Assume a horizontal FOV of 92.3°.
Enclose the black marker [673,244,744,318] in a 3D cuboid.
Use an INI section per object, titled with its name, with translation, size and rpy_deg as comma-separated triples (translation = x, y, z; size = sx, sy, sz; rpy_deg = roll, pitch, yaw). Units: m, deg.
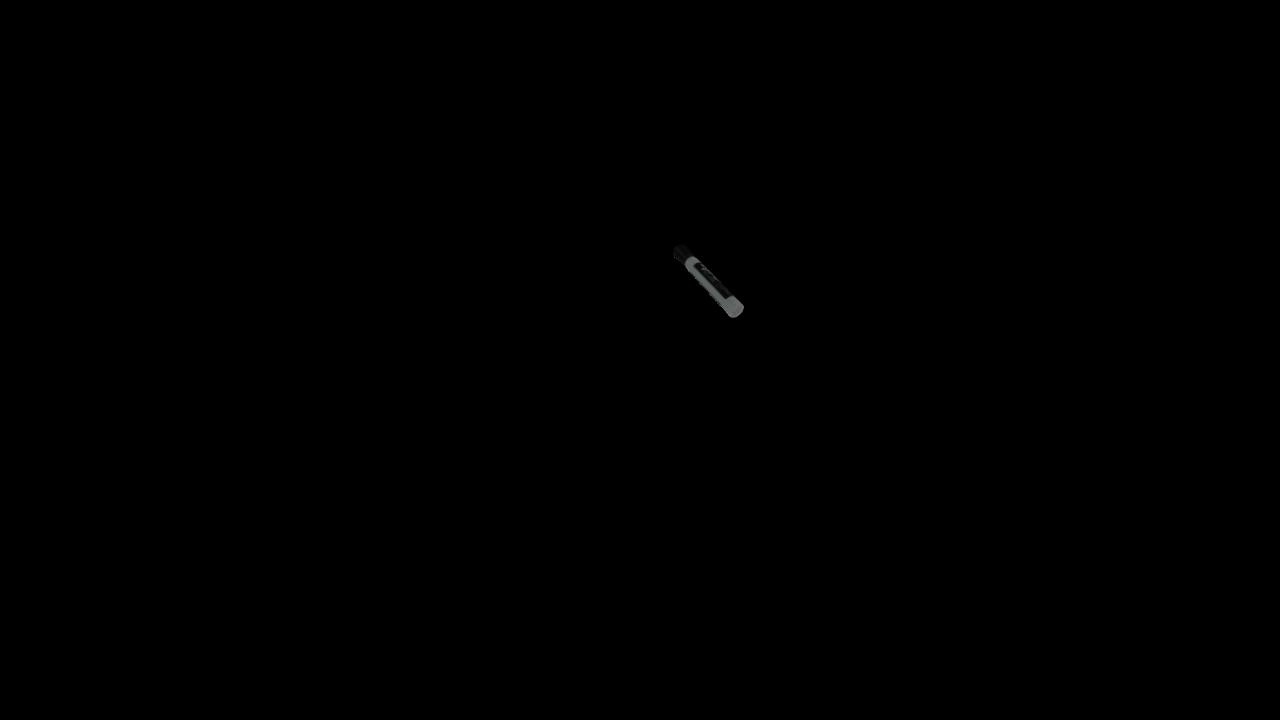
[black marker]
translation = 0.074, -0.092, 0.691
size = 0.020, 0.020, 0.121
rpy_deg = 0, 42, -42
